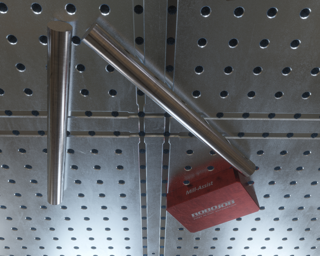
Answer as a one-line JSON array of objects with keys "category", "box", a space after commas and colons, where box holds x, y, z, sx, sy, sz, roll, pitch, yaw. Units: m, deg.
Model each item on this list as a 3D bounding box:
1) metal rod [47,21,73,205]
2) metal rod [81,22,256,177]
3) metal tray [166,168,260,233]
[{"category": "metal rod", "box": [-0.137, 0.005, 0.413, 0.025, 0.025, 0.298, 10, 130, -9]}, {"category": "metal rod", "box": [0.029, -0.019, 0.395, 0.025, 0.025, 0.301, -36, 122, 26]}, {"category": "metal tray", "box": [0.087, 0.124, 0.515, 0.130, 0.030, 0.090, -26, 126, 20]}]
